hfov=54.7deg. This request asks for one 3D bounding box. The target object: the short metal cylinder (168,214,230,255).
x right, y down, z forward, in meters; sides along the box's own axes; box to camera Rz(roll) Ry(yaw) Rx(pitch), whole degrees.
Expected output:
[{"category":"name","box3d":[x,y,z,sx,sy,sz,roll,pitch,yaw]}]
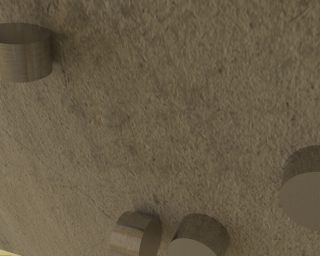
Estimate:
[{"category":"short metal cylinder","box3d":[0.060,0.177,0.468,0.080,0.050,0.079,13,124,20]}]

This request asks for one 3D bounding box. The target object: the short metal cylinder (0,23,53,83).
[{"category":"short metal cylinder","box3d":[-0.184,-0.100,0.404,0.080,0.080,0.050,20,126,16]}]

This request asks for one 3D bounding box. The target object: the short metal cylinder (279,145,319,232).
[{"category":"short metal cylinder","box3d":[0.176,0.066,0.339,0.080,0.050,0.079,13,124,20]}]

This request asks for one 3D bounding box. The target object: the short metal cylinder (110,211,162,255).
[{"category":"short metal cylinder","box3d":[-0.037,0.179,0.500,0.050,0.080,0.079,6,121,24]}]
